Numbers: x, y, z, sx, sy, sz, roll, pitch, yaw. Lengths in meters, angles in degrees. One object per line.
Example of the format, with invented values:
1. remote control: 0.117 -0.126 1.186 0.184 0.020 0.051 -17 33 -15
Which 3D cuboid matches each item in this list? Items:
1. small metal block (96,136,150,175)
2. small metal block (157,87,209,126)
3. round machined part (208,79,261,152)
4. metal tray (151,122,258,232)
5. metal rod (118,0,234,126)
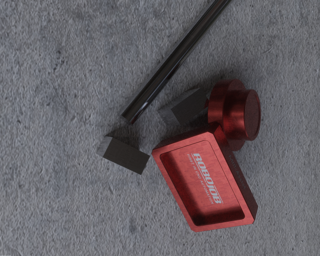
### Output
1. small metal block: -0.046 0.033 0.379 0.050 0.050 0.025 28 81 -18
2. small metal block: 0.030 -0.027 0.408 0.050 0.050 0.025 -36 102 -17
3. round machined part: 0.105 -0.017 0.415 0.099 0.042 0.097 -3 94 -55
4. metal tray: 0.057 0.067 0.398 0.129 0.090 0.030 63 31 -10
5. metal rod: 0.046 -0.125 0.426 0.025 0.025 0.300 42 77 -16
